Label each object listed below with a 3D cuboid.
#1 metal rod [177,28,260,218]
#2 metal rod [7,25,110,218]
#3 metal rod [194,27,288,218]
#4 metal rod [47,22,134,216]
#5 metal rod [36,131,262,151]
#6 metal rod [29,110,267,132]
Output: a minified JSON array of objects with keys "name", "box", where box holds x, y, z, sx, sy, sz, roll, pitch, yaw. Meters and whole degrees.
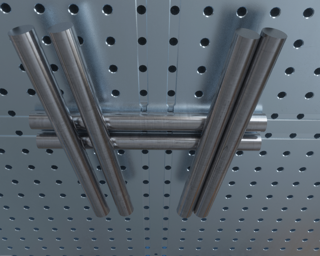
[{"name":"metal rod","box":[0.062,0.020,0.397,0.025,0.025,0.298,7,130,-6]},{"name":"metal rod","box":[-0.112,0.018,0.394,0.025,0.025,0.299,-6,130,5]},{"name":"metal rod","box":[0.088,0.020,0.397,0.025,0.025,0.298,7,130,-6]},{"name":"metal rod","box":[-0.075,0.016,0.392,0.025,0.025,0.299,-6,130,5]},{"name":"metal rod","box":[-0.014,0.018,0.427,0.302,0.025,0.025,1,130,-1]},{"name":"metal rod","box":[-0.014,-0.009,0.405,0.302,0.025,0.025,1,130,-1]}]
